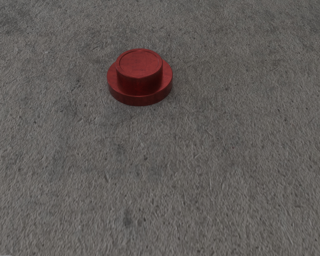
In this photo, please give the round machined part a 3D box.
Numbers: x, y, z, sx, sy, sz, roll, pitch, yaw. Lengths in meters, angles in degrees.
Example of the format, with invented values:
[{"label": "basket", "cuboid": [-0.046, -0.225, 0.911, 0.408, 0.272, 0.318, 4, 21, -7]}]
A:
[{"label": "round machined part", "cuboid": [-0.030, -0.082, 0.461, 0.099, 0.042, 0.098, 0, 50, 0]}]
